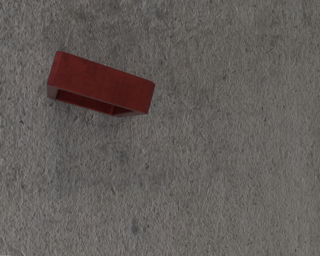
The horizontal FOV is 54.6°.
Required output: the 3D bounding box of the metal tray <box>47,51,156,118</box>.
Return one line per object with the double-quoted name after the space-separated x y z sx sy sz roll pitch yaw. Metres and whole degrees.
-0.069 -0.039 0.328 0.091 0.130 0.030 16 85 -19 "metal tray"
